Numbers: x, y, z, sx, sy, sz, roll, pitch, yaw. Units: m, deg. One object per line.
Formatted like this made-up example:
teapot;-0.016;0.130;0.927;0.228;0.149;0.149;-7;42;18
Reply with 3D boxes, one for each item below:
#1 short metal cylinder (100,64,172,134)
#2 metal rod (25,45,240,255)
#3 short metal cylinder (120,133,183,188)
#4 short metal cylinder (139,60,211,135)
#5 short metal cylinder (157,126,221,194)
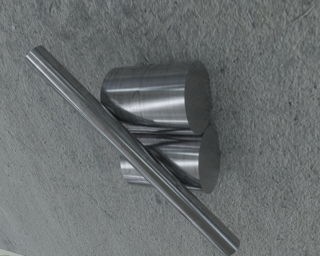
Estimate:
short metal cylinder;-0.025;-0.033;0.365;0.050;0.080;0.080;1;119;28
metal rod;-0.026;0.028;0.336;0.300;0.025;0.025;45;129;-4
short metal cylinder;-0.007;0.037;0.400;0.050;0.080;0.080;1;119;28
short metal cylinder;0.020;-0.032;0.343;0.050;0.080;0.080;1;119;28
short metal cylinder;0.037;0.037;0.376;0.050;0.080;0.080;1;119;28
